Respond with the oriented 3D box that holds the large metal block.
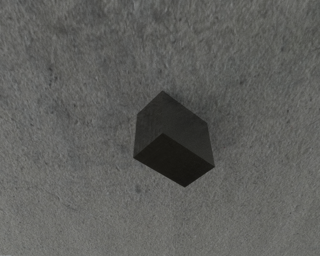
[{"bbox_3d":[0.017,0.013,0.382,0.080,0.080,0.050,34,122,-25],"label":"large metal block"}]
